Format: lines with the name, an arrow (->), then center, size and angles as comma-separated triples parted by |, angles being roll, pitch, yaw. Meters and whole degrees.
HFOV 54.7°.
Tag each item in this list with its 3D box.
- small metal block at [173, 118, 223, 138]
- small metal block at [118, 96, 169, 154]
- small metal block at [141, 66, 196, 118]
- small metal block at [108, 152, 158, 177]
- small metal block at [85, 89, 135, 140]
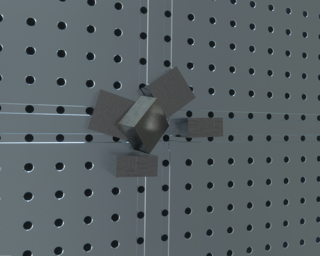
small metal block -> 0.050, -0.001, 0.419 | 0.050, 0.050, 0.025 | -1, 91, -20
small metal block -> -0.019, -0.004, 0.388 | 0.050, 0.025, 0.050 | -54, 139, -29
small metal block -> 0.011, -0.047, 0.418 | 0.050, 0.025, 0.050 | -37, 102, -17
small metal block -> -0.035, 0.045, 0.387 | 0.050, 0.050, 0.025 | 2, 90, -20
small metal block -> -0.061, -0.016, 0.391 | 0.050, 0.025, 0.050 | 19, 84, -20
